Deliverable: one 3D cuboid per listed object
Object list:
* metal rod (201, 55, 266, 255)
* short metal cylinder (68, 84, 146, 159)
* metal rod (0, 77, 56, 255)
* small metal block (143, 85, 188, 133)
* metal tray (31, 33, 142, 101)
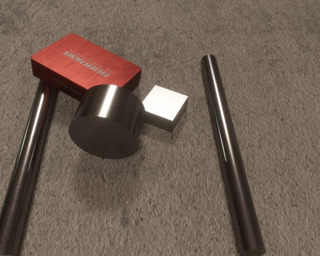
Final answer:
[{"bbox_3d":[0.084,0.008,0.397,0.025,0.025,0.300,-2,50,-2],"label":"metal rod"},{"bbox_3d":[-0.062,-0.006,0.372,0.080,0.080,0.050,7,51,5],"label":"short metal cylinder"},{"bbox_3d":[-0.158,0.033,0.372,0.025,0.025,0.300,-2,50,-2],"label":"metal rod"},{"bbox_3d":[0.005,-0.027,0.426,0.050,0.025,0.050,21,53,16],"label":"small metal block"},{"bbox_3d":[-0.105,-0.082,0.448,0.130,0.030,0.090,29,48,11],"label":"metal tray"}]
